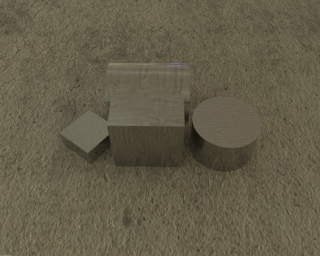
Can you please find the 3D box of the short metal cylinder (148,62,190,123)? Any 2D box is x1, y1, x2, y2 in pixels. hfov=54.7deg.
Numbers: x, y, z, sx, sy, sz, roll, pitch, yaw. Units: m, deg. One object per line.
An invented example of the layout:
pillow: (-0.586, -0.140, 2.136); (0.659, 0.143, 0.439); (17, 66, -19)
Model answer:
short metal cylinder: (0.011, -0.046, 0.408); (0.050, 0.080, 0.080); (1, 50, 0)

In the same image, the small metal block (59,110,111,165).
small metal block: (-0.089, 0.011, 0.396); (0.050, 0.025, 0.050); (31, 56, 23)

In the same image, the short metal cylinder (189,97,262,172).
short metal cylinder: (0.078, 0.007, 0.383); (0.081, 0.050, 0.080); (0, 50, 0)

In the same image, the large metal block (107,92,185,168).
large metal block: (-0.014, 0.004, 0.366); (0.081, 0.080, 0.050); (1, 50, 0)

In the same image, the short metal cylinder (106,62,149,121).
short metal cylinder: (-0.039, -0.046, 0.408); (0.050, 0.080, 0.080); (1, 50, 0)
